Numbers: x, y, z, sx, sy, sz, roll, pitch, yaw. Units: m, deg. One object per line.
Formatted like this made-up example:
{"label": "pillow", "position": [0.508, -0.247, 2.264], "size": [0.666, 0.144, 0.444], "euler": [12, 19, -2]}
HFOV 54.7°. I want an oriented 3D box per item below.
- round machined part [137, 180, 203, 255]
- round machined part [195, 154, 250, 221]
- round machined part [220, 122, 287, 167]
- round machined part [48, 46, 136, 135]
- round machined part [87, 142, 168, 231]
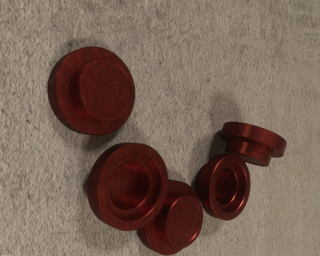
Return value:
{"label": "round machined part", "position": [0.020, 0.120, 0.413], "size": [0.099, 0.042, 0.097], "euler": [0, 90, -40]}
{"label": "round machined part", "position": [0.092, 0.088, 0.474], "size": [0.099, 0.042, 0.097], "euler": [0, 90, -40]}
{"label": "round machined part", "position": [0.139, 0.029, 0.477], "size": [0.098, 0.098, 0.042], "euler": [28, 78, -37]}
{"label": "round machined part", "position": [-0.066, -0.040, 0.339], "size": [0.099, 0.042, 0.097], "euler": [0, 90, -40]}
{"label": "round machined part", "position": [-0.040, 0.065, 0.362], "size": [0.099, 0.042, 0.097], "euler": [0, 90, -40]}
